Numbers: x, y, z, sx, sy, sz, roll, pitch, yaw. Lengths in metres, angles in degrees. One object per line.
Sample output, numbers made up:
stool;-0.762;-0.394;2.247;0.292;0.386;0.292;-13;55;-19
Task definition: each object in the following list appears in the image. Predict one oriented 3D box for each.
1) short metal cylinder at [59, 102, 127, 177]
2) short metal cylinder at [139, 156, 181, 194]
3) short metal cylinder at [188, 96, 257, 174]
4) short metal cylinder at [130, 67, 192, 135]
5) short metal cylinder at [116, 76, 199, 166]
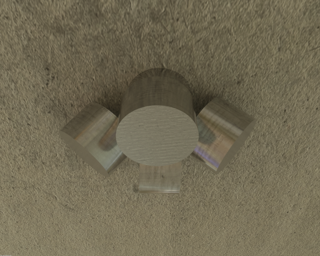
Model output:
short metal cylinder;-0.075;0.015;0.377;0.080;0.050;0.080;35;158;17
short metal cylinder;-0.001;0.047;0.411;0.050;0.080;0.079;1;130;-2
short metal cylinder;0.071;0.009;0.374;0.050;0.081;0.079;37;131;20
short metal cylinder;0.000;-0.025;0.371;0.081;0.050;0.079;0;130;0
short metal cylinder;-0.003;-0.006;0.321;0.081;0.050;0.079;0;130;0
